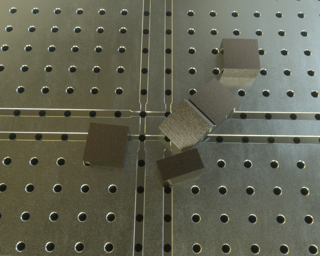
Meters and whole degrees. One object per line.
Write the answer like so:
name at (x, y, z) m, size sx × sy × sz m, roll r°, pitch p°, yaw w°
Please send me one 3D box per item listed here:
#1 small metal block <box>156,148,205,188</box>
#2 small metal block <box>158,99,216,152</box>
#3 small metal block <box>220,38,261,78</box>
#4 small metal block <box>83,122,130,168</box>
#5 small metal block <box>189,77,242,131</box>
small metal block at (0.023, 0.050, 0.380) m, size 0.050 × 0.050 × 0.025 m, roll -17°, pitch 71°, yaw -7°
small metal block at (0.035, -0.002, 0.401) m, size 0.050 × 0.025 × 0.050 m, roll 46°, pitch 108°, yaw 14°
small metal block at (0.115, -0.101, 0.450) m, size 0.050 × 0.025 × 0.050 m, roll 1°, pitch 70°, yaw 0°
small metal block at (-0.068, 0.023, 0.403) m, size 0.050 × 0.025 × 0.050 m, roll 6°, pitch 70°, yaw 2°
small metal block at (0.073, -0.032, 0.423) m, size 0.050 × 0.025 × 0.050 m, roll -39°, pitch 75°, yaw -18°
